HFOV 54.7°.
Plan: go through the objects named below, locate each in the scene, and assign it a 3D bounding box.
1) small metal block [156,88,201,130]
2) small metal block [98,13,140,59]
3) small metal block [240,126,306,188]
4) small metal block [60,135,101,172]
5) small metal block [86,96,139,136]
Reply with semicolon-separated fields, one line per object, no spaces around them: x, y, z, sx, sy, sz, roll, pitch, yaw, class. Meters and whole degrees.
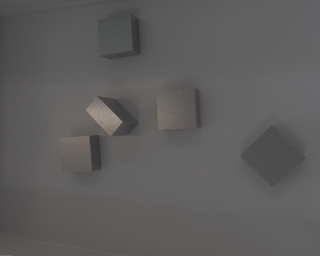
0.024;-0.024;0.402;0.050;0.025;0.050;-3;89;20;small metal block
-0.057;-0.126;0.431;0.050;0.025;0.050;-4;89;20;small metal block
0.132;0.033;0.364;0.050;0.025;0.050;46;104;14;small metal block
-0.116;0.037;0.451;0.050;0.025;0.050;-5;88;20;small metal block
-0.063;-0.016;0.420;0.050;0.050;0.025;44;104;14;small metal block
